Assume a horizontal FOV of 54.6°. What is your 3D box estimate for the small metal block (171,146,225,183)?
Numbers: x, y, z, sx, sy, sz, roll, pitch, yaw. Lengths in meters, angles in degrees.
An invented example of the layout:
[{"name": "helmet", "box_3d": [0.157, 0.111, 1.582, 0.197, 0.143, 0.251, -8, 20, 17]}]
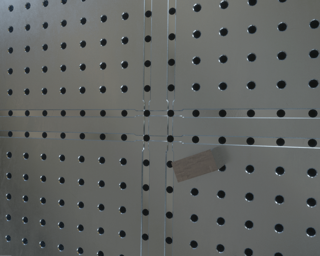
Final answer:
[{"name": "small metal block", "box_3d": [0.048, 0.044, 0.383, 0.050, 0.050, 0.025, -21, 83, 19]}]
